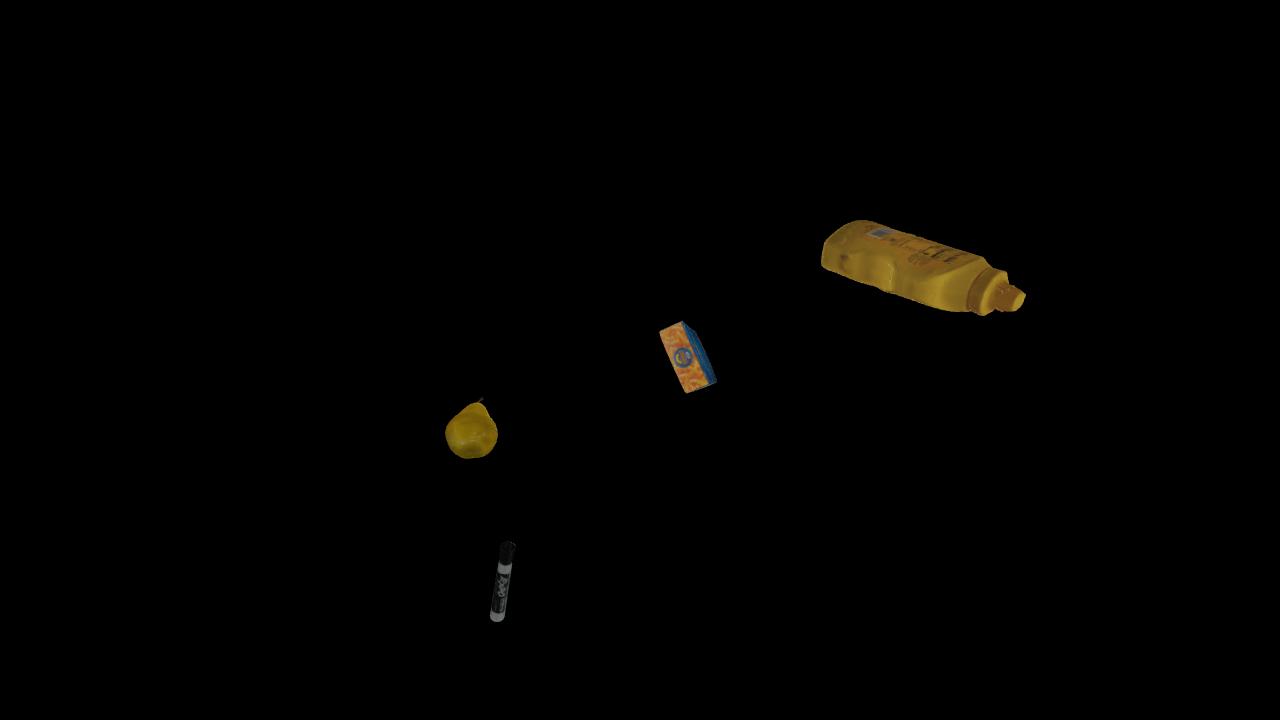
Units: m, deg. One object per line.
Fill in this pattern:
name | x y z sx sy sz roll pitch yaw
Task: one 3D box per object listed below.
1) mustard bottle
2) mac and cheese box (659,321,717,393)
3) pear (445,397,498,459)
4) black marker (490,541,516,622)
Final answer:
mustard bottle | 0.273 -0.086 0.590 0.092 0.054 0.184 -15 33 -33
mac and cheese box | 0.074 -0.002 0.890 0.041 0.093 0.184 -23 -6 9
pear | -0.270 0.100 0.985 0.080 0.111 0.080 -9 -41 -8
black marker | -0.171 0.276 0.767 0.020 0.121 0.020 11 23 -5
